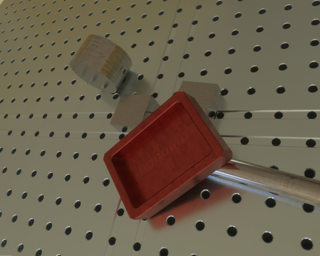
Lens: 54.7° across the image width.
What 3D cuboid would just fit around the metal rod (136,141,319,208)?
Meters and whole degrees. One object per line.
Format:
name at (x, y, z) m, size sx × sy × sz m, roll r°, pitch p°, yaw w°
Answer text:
metal rod at (0.099, 0.050, 0.324) m, size 0.300 × 0.025 × 0.025 m, roll 13°, pitch 68°, yaw 33°

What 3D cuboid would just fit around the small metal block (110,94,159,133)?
small metal block at (-0.036, -0.020, 0.438) m, size 0.050 × 0.025 × 0.050 m, roll 5°, pitch 64°, yaw 30°

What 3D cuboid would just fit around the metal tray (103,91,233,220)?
metal tray at (0.004, 0.032, 0.352) m, size 0.130 × 0.030 × 0.090 m, roll -40°, pitch 62°, yaw 18°

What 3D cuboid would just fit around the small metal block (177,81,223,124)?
small metal block at (0.047, -0.032, 0.402) m, size 0.050 × 0.025 × 0.050 m, roll 11°, pitch 67°, yaw 32°

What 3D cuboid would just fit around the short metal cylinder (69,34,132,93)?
short metal cylinder at (-0.090, -0.097, 0.478) m, size 0.080 × 0.080 × 0.050 m, roll 17°, pitch 71°, yaw 34°
